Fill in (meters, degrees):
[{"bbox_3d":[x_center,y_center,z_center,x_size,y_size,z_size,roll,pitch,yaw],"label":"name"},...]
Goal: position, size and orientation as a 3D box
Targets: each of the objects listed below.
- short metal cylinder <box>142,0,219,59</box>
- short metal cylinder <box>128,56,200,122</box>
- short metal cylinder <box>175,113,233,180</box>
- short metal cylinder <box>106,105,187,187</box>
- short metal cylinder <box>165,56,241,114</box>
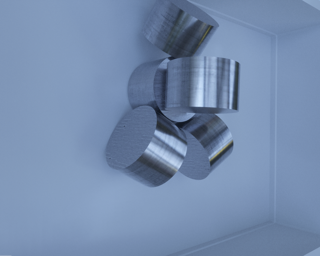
[{"bbox_3d":[0.025,-0.124,0.381,0.081,0.080,0.050,5,130,-40],"label":"short metal cylinder"},{"bbox_3d":[0.007,-0.047,0.393,0.081,0.050,0.080,0,90,-40],"label":"short metal cylinder"},{"bbox_3d":[0.049,0.021,0.409,0.050,0.080,0.080,-35,112,-34],"label":"short metal cylinder"},{"bbox_3d":[-0.016,0.021,0.355,0.050,0.080,0.080,36,68,-34],"label":"short metal cylinder"},{"bbox_3d":[0.047,-0.044,0.342,0.081,0.080,0.050,4,88,-40],"label":"short metal cylinder"}]
